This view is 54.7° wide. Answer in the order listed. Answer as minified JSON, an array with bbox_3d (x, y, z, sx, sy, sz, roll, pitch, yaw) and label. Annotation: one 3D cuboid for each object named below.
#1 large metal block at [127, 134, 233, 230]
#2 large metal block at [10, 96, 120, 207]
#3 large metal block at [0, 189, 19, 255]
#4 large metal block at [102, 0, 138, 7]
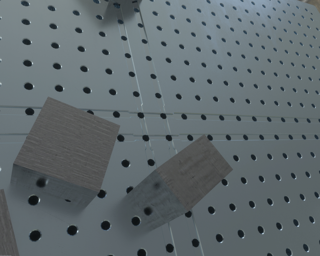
[{"bbox_3d":[0.021,0.061,0.348,0.081,0.080,0.050,-32,80,-38],"label":"large metal block"},{"bbox_3d":[-0.097,0.026,0.325,0.080,0.050,0.080,23,53,-15],"label":"large metal block"},{"bbox_3d":[-0.159,0.103,0.243,0.081,0.050,0.080,-11,68,-33],"label":"large metal block"},{"bbox_3d":[-0.072,-0.254,0.510,0.081,0.050,0.080,-31,79,-38],"label":"large metal block"}]
